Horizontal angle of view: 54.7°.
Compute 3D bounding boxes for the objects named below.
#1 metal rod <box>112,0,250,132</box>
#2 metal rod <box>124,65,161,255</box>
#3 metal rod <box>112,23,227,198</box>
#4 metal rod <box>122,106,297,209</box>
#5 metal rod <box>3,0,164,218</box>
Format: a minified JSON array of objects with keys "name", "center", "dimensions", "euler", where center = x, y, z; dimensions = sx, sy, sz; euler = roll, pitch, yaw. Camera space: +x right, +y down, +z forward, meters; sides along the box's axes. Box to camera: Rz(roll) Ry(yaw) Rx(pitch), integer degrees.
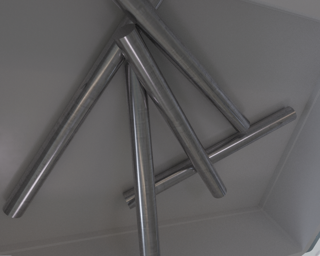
[{"name":"metal rod","center":[0.041,-0.067,0.368],"dimensions":[0.025,0.025,0.301],"euler":[-48,136,6]},{"name":"metal rod","center":[-0.018,0.076,0.369],"dimensions":[0.025,0.025,0.298],"euler":[-7,97,-25]},{"name":"metal rod","center":[0.029,0.004,0.391],"dimensions":[0.025,0.025,0.300],"euler":[-37,130,-4]},{"name":"metal rod","center":[0.084,0.041,0.479],"dimensions":[0.302,0.025,0.025],"euler":[-26,128,-12]},{"name":"metal rod","center":[-0.091,-0.020,0.346],"dimensions":[0.025,0.025,0.299],"euler":[27,103,-38]}]
